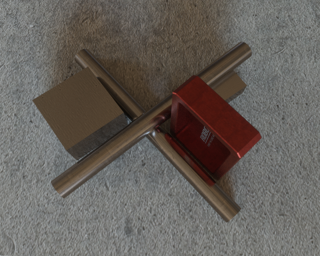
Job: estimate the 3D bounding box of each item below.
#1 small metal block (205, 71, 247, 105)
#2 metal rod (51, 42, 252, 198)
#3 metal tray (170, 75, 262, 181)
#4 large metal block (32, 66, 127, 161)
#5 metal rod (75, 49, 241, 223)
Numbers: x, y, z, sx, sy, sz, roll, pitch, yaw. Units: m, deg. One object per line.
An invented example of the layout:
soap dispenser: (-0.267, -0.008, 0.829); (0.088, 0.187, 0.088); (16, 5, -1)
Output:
small metal block: (0.083, -0.059, 0.432); (0.050, 0.025, 0.050); (-34, 74, -12)
metal rod: (-0.001, -0.018, 0.389); (0.301, 0.025, 0.025); (-37, 75, -13)
metal tray: (0.054, 0.007, 0.351); (0.030, 0.130, 0.090); (-41, 75, -13)
large metal block: (-0.100, -0.018, 0.400); (0.080, 0.050, 0.080); (-35, 74, -12)
metal rod: (-0.012, 0.000, 0.409); (0.025, 0.025, 0.300); (-40, 75, -13)
